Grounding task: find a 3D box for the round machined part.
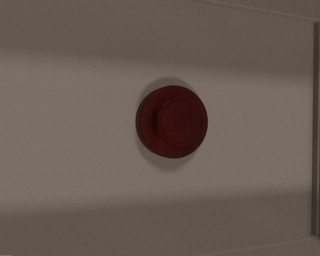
[{"bbox_3d":[0.021,-0.008,0.410,0.099,0.042,0.097,0,90,-21],"label":"round machined part"}]
